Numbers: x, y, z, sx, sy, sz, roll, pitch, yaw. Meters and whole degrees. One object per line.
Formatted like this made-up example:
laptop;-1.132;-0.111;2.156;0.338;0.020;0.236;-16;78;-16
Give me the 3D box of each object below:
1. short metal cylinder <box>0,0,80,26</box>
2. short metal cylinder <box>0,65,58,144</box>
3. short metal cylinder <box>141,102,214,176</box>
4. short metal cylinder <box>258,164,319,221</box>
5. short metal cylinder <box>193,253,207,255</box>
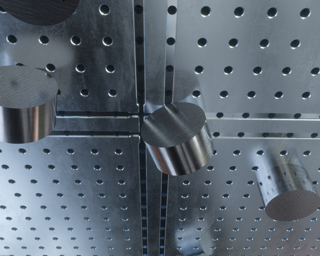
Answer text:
short metal cylinder;-0.106;-0.139;0.275;0.081;0.050;0.079;0;130;0
short metal cylinder;-0.159;-0.028;0.349;0.081;0.080;0.050;11;129;-10
short metal cylinder;0.023;0.012;0.387;0.080;0.080;0.050;-14;129;11
short metal cylinder;0.200;0.102;0.486;0.081;0.050;0.079;0;130;0
short metal cylinder;0.078;0.306;0.638;0.050;0.080;0.080;-26;126;20
